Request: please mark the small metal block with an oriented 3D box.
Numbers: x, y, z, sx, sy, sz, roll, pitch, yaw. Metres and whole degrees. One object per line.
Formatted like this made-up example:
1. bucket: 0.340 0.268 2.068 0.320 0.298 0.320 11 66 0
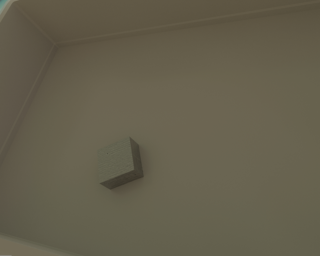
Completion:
1. small metal block: -0.053 0.046 0.406 0.050 0.025 0.050 -23 53 14
